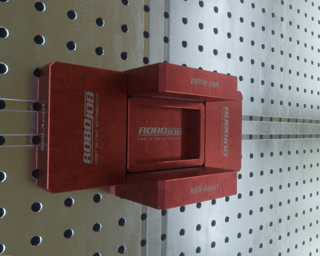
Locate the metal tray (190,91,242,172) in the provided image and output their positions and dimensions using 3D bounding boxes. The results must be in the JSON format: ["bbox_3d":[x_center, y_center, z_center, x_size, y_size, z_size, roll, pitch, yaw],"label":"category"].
[{"bbox_3d":[0.088,0.005,0.480,0.091,0.030,0.129,1,89,-41],"label":"metal tray"}]

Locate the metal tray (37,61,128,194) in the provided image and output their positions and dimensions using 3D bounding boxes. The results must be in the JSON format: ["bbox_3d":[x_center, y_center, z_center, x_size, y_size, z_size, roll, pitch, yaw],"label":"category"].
[{"bbox_3d":[-0.082,0.000,0.338,0.091,0.030,0.129,1,89,-40],"label":"metal tray"}]

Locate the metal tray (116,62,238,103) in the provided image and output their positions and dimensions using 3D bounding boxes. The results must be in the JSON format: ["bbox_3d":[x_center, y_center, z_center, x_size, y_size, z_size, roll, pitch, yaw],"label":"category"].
[{"bbox_3d":[0.023,-0.052,0.388,0.131,0.090,0.030,1,90,-40],"label":"metal tray"}]

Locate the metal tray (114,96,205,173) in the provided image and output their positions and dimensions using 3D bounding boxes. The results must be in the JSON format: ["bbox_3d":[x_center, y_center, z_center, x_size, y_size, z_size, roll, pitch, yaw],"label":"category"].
[{"bbox_3d":[0.004,0.008,0.408,0.131,0.030,0.089,1,90,-40],"label":"metal tray"}]

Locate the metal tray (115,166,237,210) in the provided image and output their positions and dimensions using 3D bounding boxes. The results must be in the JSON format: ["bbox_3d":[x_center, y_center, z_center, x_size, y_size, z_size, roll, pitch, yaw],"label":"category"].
[{"bbox_3d":[0.022,0.068,0.386,0.131,0.090,0.030,1,90,-40],"label":"metal tray"}]
